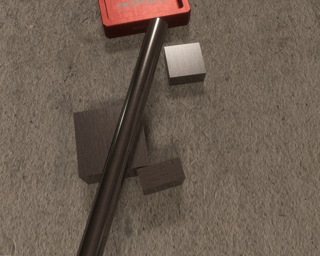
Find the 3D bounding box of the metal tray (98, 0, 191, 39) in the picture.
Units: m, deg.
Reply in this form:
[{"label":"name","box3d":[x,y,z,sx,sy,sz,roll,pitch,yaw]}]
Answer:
[{"label":"metal tray","box3d":[-0.027,-0.193,0.475,0.131,0.030,0.090,-12,71,-5]}]

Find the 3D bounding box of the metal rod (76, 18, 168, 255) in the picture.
[{"label":"metal rod","box3d":[-0.037,0.001,0.354,0.025,0.025,0.299,13,70,4]}]

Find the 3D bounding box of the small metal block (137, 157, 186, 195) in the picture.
[{"label":"small metal block","box3d":[0.001,0.059,0.373,0.050,0.050,0.025,-16,71,-6]}]

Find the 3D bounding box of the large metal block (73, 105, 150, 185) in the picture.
[{"label":"large metal block","box3d":[-0.058,0.020,0.387,0.081,0.050,0.080,-9,70,-4]}]

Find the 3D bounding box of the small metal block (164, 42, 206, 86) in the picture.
[{"label":"small metal block","box3d":[0.035,-0.091,0.442,0.050,0.025,0.050,-8,70,-4]}]
